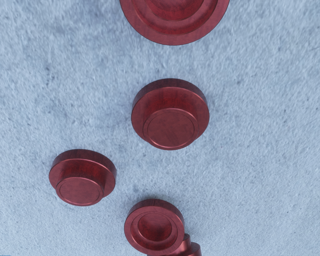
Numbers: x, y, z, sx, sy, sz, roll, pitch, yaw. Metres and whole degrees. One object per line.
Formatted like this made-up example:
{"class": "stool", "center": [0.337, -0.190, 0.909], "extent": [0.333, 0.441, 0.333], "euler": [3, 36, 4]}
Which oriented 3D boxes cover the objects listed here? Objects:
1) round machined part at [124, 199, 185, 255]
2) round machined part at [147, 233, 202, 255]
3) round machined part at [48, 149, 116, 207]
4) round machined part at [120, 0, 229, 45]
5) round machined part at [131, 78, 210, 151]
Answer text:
{"class": "round machined part", "center": [-0.008, 0.160, 0.518], "extent": [0.099, 0.042, 0.097], "euler": [2, 109, 5]}
{"class": "round machined part", "center": [0.024, 0.222, 0.563], "extent": [0.099, 0.042, 0.098], "euler": [-10, 175, -1]}
{"class": "round machined part", "center": [-0.116, 0.081, 0.463], "extent": [0.099, 0.042, 0.097], "euler": [-1, 130, 0]}
{"class": "round machined part", "center": [0.013, -0.130, 0.285], "extent": [0.099, 0.042, 0.097], "euler": [-1, 130, 0]}
{"class": "round machined part", "center": [0.013, -0.010, 0.388], "extent": [0.099, 0.042, 0.097], "euler": [-1, 130, 0]}
